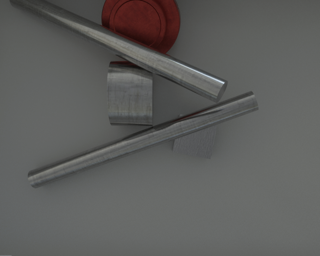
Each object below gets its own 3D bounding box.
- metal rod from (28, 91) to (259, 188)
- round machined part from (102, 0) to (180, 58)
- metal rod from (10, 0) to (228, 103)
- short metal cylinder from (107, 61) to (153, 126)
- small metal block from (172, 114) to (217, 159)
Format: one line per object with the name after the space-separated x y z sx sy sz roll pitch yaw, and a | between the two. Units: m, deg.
-0.026 0.017 0.392 0.301 0.025 0.025 -20 90 7 | metal rod
-0.024 -0.130 0.383 0.099 0.042 0.097 3 116 6 | round machined part
-0.063 -0.104 0.363 0.301 0.025 0.025 28 90 18 | metal rod
-0.034 -0.042 0.383 0.050 0.080 0.079 0 90 0 | short metal cylinder
0.046 0.011 0.412 0.050 0.025 0.050 11 90 -1 | small metal block
